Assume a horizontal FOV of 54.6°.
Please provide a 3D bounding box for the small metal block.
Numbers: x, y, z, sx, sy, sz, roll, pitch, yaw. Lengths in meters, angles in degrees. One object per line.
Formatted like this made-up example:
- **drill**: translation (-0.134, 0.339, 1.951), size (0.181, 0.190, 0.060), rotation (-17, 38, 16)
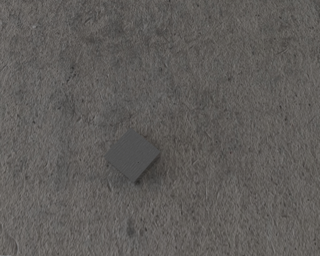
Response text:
- **small metal block**: translation (-0.035, 0.036, 0.395), size (0.050, 0.025, 0.050), rotation (38, 74, 13)
